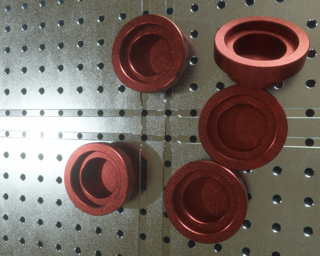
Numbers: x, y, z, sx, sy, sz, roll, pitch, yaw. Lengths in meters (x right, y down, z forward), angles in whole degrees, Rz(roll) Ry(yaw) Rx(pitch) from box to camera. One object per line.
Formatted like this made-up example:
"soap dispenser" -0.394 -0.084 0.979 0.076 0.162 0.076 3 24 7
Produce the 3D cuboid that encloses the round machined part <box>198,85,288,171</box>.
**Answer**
"round machined part" 0.098 -0.001 0.369 0.098 0.042 0.097 0 90 19

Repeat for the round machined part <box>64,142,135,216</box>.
"round machined part" -0.079 0.068 0.430 0.098 0.042 0.097 0 90 19

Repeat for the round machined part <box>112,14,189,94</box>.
"round machined part" -0.010 -0.094 0.406 0.098 0.042 0.097 0 90 19

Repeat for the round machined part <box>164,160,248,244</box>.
"round machined part" 0.058 0.087 0.383 0.098 0.042 0.097 0 90 19

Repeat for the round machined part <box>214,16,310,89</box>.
"round machined part" 0.110 -0.082 0.347 0.099 0.042 0.098 -3 48 4
